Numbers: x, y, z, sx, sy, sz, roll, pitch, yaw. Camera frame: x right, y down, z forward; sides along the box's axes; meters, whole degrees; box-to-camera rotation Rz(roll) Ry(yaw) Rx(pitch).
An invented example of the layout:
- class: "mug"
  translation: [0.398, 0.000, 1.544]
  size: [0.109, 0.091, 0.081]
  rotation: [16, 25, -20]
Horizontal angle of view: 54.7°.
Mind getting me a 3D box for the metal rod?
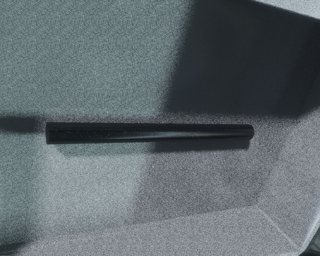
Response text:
- class: "metal rod"
  translation: [0.008, 0.006, 0.416]
  size: [0.303, 0.025, 0.025]
  rotation: [0, 118, -29]
